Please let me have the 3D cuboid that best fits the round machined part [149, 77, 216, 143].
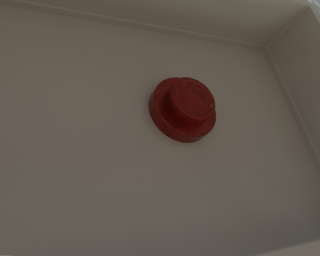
[{"bbox_3d":[0.038,-0.032,0.434,0.099,0.042,0.098,13,56,-21],"label":"round machined part"}]
